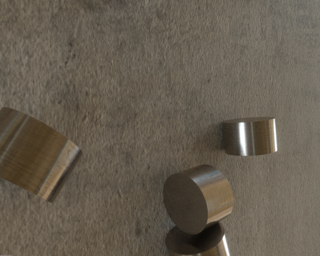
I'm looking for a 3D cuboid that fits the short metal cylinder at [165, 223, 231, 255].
[{"bbox_3d":[0.052,0.165,0.415,0.081,0.080,0.050,-25,106,-38],"label":"short metal cylinder"}]

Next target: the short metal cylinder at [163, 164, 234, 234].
[{"bbox_3d":[0.050,0.093,0.413,0.050,0.080,0.079,-12,98,-40],"label":"short metal cylinder"}]

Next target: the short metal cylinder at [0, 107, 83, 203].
[{"bbox_3d":[-0.117,0.025,0.272,0.080,0.080,0.050,41,65,-33],"label":"short metal cylinder"}]

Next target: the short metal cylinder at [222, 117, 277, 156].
[{"bbox_3d":[0.142,0.012,0.491,0.081,0.080,0.050,-10,97,-40],"label":"short metal cylinder"}]
